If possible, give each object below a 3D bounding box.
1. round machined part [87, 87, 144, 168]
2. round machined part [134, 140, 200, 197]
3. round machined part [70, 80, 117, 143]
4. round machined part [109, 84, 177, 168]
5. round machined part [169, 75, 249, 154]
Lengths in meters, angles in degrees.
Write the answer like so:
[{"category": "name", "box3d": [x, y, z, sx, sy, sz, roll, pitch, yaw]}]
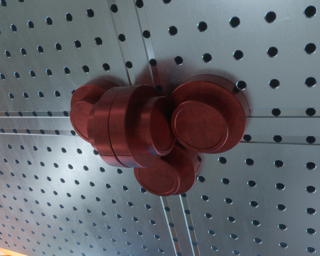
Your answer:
[{"category": "round machined part", "box3d": [-0.052, -0.001, 0.381, 0.042, 0.098, 0.097, 1, 119, 27]}, {"category": "round machined part", "box3d": [0.003, 0.056, 0.432, 0.098, 0.042, 0.097, 13, 124, 20]}, {"category": "round machined part", "box3d": [-0.086, -0.015, 0.434, 0.098, 0.042, 0.097, 13, 124, 20]}, {"category": "round machined part", "box3d": [-0.013, -0.002, 0.361, 0.042, 0.098, 0.097, -1, 118, 28]}, {"category": "round machined part", "box3d": [0.051, -0.010, 0.365, 0.098, 0.042, 0.097, 13, 124, 20]}]
